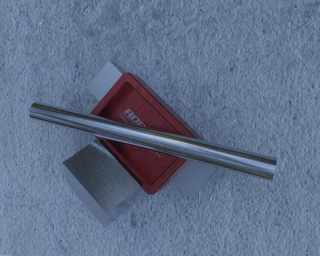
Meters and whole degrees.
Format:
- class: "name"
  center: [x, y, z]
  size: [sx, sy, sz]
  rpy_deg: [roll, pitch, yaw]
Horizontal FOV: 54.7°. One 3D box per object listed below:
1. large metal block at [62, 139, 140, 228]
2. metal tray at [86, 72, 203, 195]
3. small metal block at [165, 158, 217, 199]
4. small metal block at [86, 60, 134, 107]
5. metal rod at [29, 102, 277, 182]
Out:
- class: "large metal block"
  center: [-0.076, 0.073, 0.397]
  size: [0.050, 0.080, 0.080]
  rpy_deg: [-38, 74, -27]
- class: "metal tray"
  center: [-0.021, 0.006, 0.387]
  size: [0.130, 0.030, 0.090]
  rpy_deg: [45, 104, 14]
- class: "small metal block"
  center: [0.039, 0.053, 0.396]
  size: [0.050, 0.025, 0.050]
  rpy_deg: [40, 102, 15]
- class: "small metal block"
  center: [-0.065, -0.057, 0.432]
  size: [0.050, 0.025, 0.050]
  rpy_deg: [46, 104, 14]
- class: "metal rod"
  center: [-0.024, 0.010, 0.359]
  size: [0.301, 0.025, 0.025]
  rpy_deg: [13, 94, 19]
